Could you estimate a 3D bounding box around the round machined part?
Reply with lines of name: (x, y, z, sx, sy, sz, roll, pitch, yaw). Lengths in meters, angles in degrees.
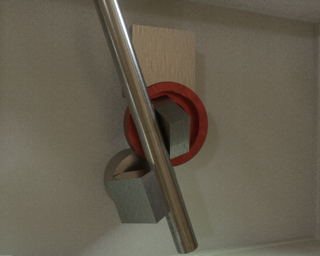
round machined part: (0.004, -0.004, 0.371, 0.099, 0.042, 0.097, 0, 90, -21)

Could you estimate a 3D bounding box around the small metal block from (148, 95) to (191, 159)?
small metal block: (0.009, -0.002, 0.349, 0.025, 0.050, 0.050, -20, 132, -23)

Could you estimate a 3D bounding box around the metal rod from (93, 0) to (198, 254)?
metal rod: (-0.015, -0.007, 0.330, 0.025, 0.025, 0.298, -20, 97, -19)

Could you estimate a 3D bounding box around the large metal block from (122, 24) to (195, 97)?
large metal block: (-0.003, -0.080, 0.394, 0.081, 0.050, 0.079, 0, 90, -21)

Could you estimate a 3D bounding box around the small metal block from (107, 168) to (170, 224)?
small metal block: (-0.023, 0.074, 0.333, 0.025, 0.050, 0.050, -26, 100, -52)

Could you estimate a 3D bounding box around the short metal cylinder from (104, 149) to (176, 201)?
short metal cylinder: (-0.026, 0.066, 0.388, 0.081, 0.050, 0.079, 0, 90, -21)
